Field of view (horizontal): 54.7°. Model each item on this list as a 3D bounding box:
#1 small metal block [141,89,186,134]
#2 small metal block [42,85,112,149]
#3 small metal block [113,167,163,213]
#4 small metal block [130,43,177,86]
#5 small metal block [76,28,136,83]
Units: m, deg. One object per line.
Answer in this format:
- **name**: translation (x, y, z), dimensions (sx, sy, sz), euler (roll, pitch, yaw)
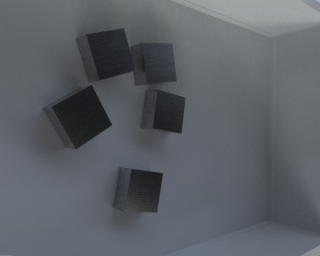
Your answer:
- **small metal block**: translation (0.005, -0.021, 0.413), dimensions (0.050, 0.025, 0.050), euler (11, 83, -40)
- **small metal block**: translation (-0.088, -0.012, 0.334), dimensions (0.050, 0.025, 0.050), euler (-38, 113, -34)
- **small metal block**: translation (-0.027, 0.077, 0.386), dimensions (0.050, 0.025, 0.050), euler (15, 81, -39)
- **small metal block**: translation (-0.008, -0.083, 0.402), dimensions (0.050, 0.025, 0.050), euler (-12, 98, -40)
- **small metal block**: translation (-0.062, -0.084, 0.356), dimensions (0.050, 0.025, 0.050), euler (-24, 106, -38)
